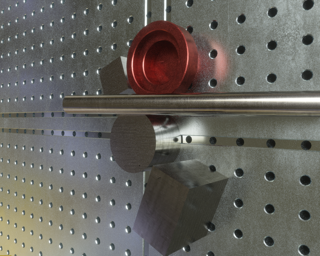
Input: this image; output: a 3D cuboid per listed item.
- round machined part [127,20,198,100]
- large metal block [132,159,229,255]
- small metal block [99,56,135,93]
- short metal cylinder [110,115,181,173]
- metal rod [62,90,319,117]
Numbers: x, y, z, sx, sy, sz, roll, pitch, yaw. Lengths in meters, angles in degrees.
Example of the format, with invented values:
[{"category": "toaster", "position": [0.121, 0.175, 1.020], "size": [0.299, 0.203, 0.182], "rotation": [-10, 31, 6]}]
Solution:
[{"category": "round machined part", "position": [0.007, -0.081, 0.391], "size": [0.098, 0.042, 0.097], "rotation": [0, 90, 39]}, {"category": "large metal block", "position": [0.024, 0.085, 0.352], "size": [0.050, 0.081, 0.079], "rotation": [28, 107, 36]}, {"category": "small metal block", "position": [-0.060, -0.070, 0.457], "size": [0.050, 0.025, 0.050], "rotation": [-23, 76, 37]}, {"category": "short metal cylinder", "position": [-0.020, 0.017, 0.407], "size": [0.080, 0.050, 0.079], "rotation": [0, 90, 39]}, {"category": "metal rod", "position": [0.015, -0.027, 0.349], "size": [0.301, 0.025, 0.025], "rotation": [2, 91, 25]}]
